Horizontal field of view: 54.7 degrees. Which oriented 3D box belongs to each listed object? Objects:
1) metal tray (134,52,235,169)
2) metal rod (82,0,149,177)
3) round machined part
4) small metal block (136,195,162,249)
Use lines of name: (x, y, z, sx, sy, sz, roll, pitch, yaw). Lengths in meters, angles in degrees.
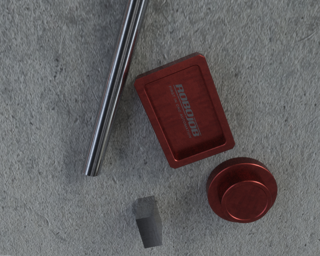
metal tray: (0.033, -0.020, 0.399, 0.090, 0.030, 0.129, -21, 109, 7)
metal rod: (-0.050, -0.073, 0.382, 0.025, 0.025, 0.298, 17, 109, -6)
round machined part: (0.117, 0.094, 0.437, 0.099, 0.042, 0.097, 0, 110, 0)
small metal block: (-0.015, 0.134, 0.446, 0.025, 0.050, 0.050, -12, 110, 4)
